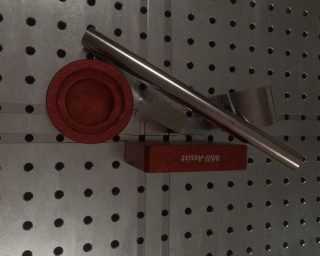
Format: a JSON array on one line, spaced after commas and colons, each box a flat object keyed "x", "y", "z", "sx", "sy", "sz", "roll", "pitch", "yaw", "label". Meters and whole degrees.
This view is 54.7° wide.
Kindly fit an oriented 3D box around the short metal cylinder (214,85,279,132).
[{"x": 0.119, "y": -0.027, "z": 0.429, "sx": 0.081, "sy": 0.080, "sz": 0.050, "roll": -13, "pitch": 95, "yaw": -20, "label": "short metal cylinder"}]

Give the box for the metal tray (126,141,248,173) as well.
[{"x": 0.031, "y": 0.033, "z": 0.390, "sx": 0.131, "sy": 0.090, "sz": 0.030, "roll": 1, "pitch": 91, "yaw": -20, "label": "metal tray"}]

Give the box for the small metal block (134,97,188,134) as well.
[{"x": 0.000, "y": -0.015, "z": 0.400, "sx": 0.050, "sy": 0.050, "sz": 0.025, "roll": 28, "pitch": 81, "yaw": -18, "label": "small metal block"}]

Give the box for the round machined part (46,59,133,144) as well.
[{"x": -0.085, "y": -0.030, "z": 0.373, "sx": 0.099, "sy": 0.042, "sz": 0.097, "roll": 0, "pitch": 90, "yaw": -21, "label": "round machined part"}]

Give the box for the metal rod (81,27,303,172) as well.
[{"x": 0.039, "y": -0.035, "z": 0.381, "sx": 0.301, "sy": 0.025, "sz": 0.025, "roll": 31, "pitch": 79, "yaw": 0, "label": "metal rod"}]
